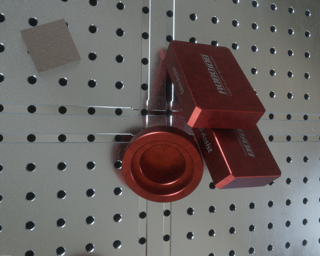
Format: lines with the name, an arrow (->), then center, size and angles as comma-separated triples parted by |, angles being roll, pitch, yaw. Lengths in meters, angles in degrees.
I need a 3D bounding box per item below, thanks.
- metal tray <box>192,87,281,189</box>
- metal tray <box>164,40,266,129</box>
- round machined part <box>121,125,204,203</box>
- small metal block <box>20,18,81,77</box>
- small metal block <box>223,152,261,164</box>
metal tray -> 0.089, 0.011, 0.395 | 0.091, 0.030, 0.130 | 5, 53, -35
metal tray -> 0.064, -0.057, 0.391 | 0.091, 0.030, 0.130 | 2, 48, -20
round machined part -> 0.004, 0.041, 0.390 | 0.099, 0.042, 0.097 | 1, 113, 3
small metal block -> -0.128, -0.094, 0.365 | 0.050, 0.025, 0.050 | -24, 98, -18
small metal block -> 0.120, 0.047, 0.457 | 0.050, 0.025, 0.050 | 11, 86, -20
